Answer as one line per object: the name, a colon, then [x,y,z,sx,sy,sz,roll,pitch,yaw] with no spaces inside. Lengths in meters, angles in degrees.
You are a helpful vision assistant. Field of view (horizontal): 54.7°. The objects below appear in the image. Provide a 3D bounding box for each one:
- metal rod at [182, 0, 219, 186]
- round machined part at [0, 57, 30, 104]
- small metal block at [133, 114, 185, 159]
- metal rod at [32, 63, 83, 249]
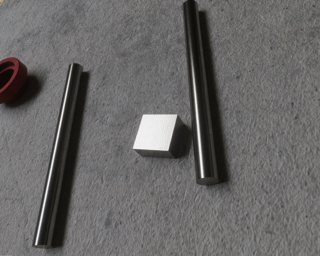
metal rod: [0.050,-0.068,0.419,0.025,0.025,0.299,-14,56,20]
round machined part: [-0.295,-0.085,0.600,0.098,0.042,0.098,-13,56,21]
small metal block: [-0.001,0.010,0.398,0.050,0.025,0.050,1,62,28]
metal rod: [-0.148,0.022,0.467,0.025,0.025,0.299,-13,56,21]
